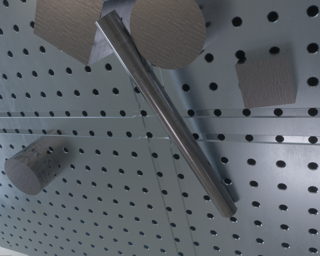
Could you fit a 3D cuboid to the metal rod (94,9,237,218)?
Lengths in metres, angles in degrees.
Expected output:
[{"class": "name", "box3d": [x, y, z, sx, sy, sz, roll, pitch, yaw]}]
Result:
[{"class": "metal rod", "box3d": [0.020, 0.001, 0.374, 0.025, 0.025, 0.299, -17, 118, 34]}]

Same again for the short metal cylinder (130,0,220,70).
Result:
[{"class": "short metal cylinder", "box3d": [0.016, -0.107, 0.320, 0.080, 0.050, 0.079, 13, 124, 21]}]

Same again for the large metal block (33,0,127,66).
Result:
[{"class": "large metal block", "box3d": [-0.094, -0.133, 0.362, 0.080, 0.050, 0.079, 32, 129, 7]}]

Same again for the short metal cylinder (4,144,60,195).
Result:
[{"class": "short metal cylinder", "box3d": [-0.232, 0.075, 0.564, 0.080, 0.050, 0.079, 13, 124, 21]}]

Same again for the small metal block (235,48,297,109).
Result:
[{"class": "small metal block", "box3d": [0.111, -0.050, 0.322, 0.050, 0.025, 0.050, -6, 116, 30]}]
